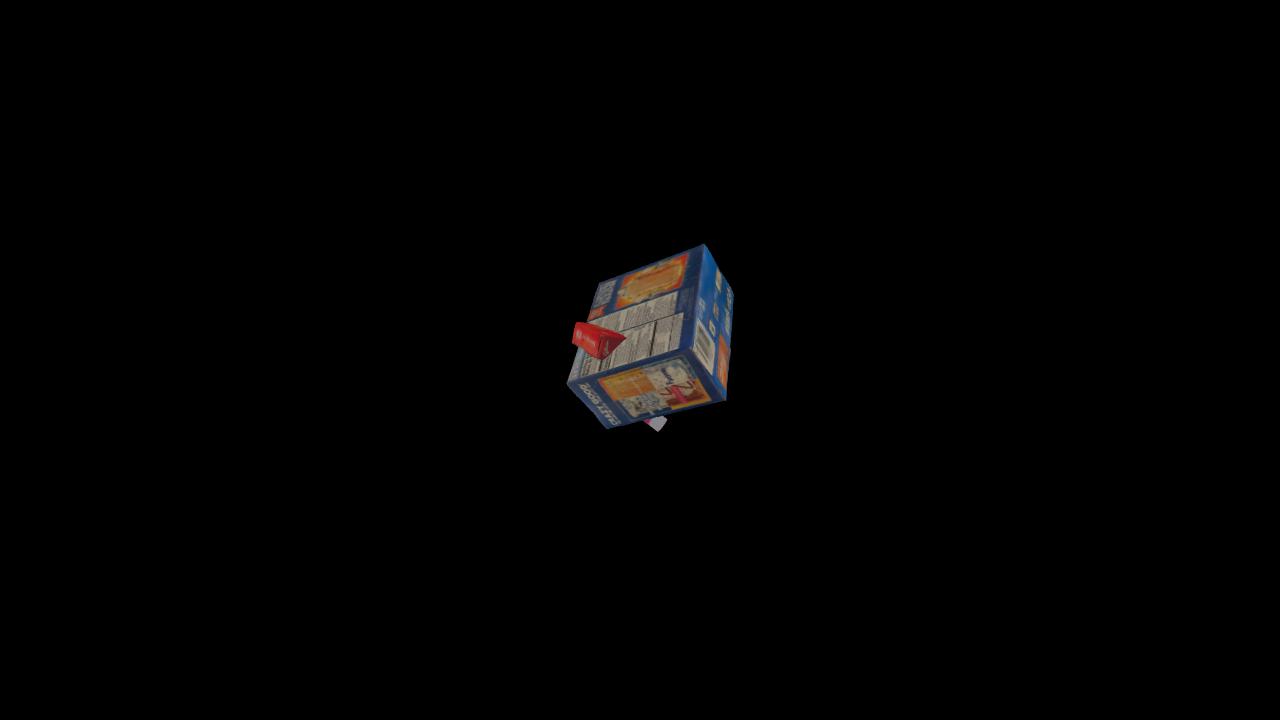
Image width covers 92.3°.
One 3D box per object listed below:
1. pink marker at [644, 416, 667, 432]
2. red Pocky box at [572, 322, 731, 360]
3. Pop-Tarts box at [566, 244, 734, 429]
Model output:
[{"bbox_3d":[-0.021,0.043,0.732,0.121,0.020,0.020,36,7,9],"label":"pink marker"},{"bbox_3d":[0.013,-0.015,0.662,0.155,0.028,0.083,5,12,-25],"label":"red Pocky box"},{"bbox_3d":[0.018,-0.025,0.655,0.141,0.167,0.083,-16,-52,26],"label":"Pop-Tarts box"}]
